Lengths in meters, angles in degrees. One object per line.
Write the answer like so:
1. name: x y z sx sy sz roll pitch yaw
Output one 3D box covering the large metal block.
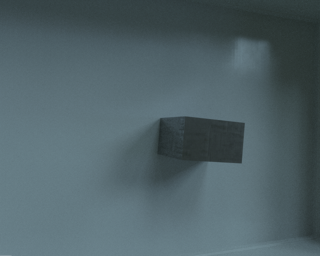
1. large metal block: 0.050 0.015 0.401 0.081 0.080 0.050 5 88 -20
